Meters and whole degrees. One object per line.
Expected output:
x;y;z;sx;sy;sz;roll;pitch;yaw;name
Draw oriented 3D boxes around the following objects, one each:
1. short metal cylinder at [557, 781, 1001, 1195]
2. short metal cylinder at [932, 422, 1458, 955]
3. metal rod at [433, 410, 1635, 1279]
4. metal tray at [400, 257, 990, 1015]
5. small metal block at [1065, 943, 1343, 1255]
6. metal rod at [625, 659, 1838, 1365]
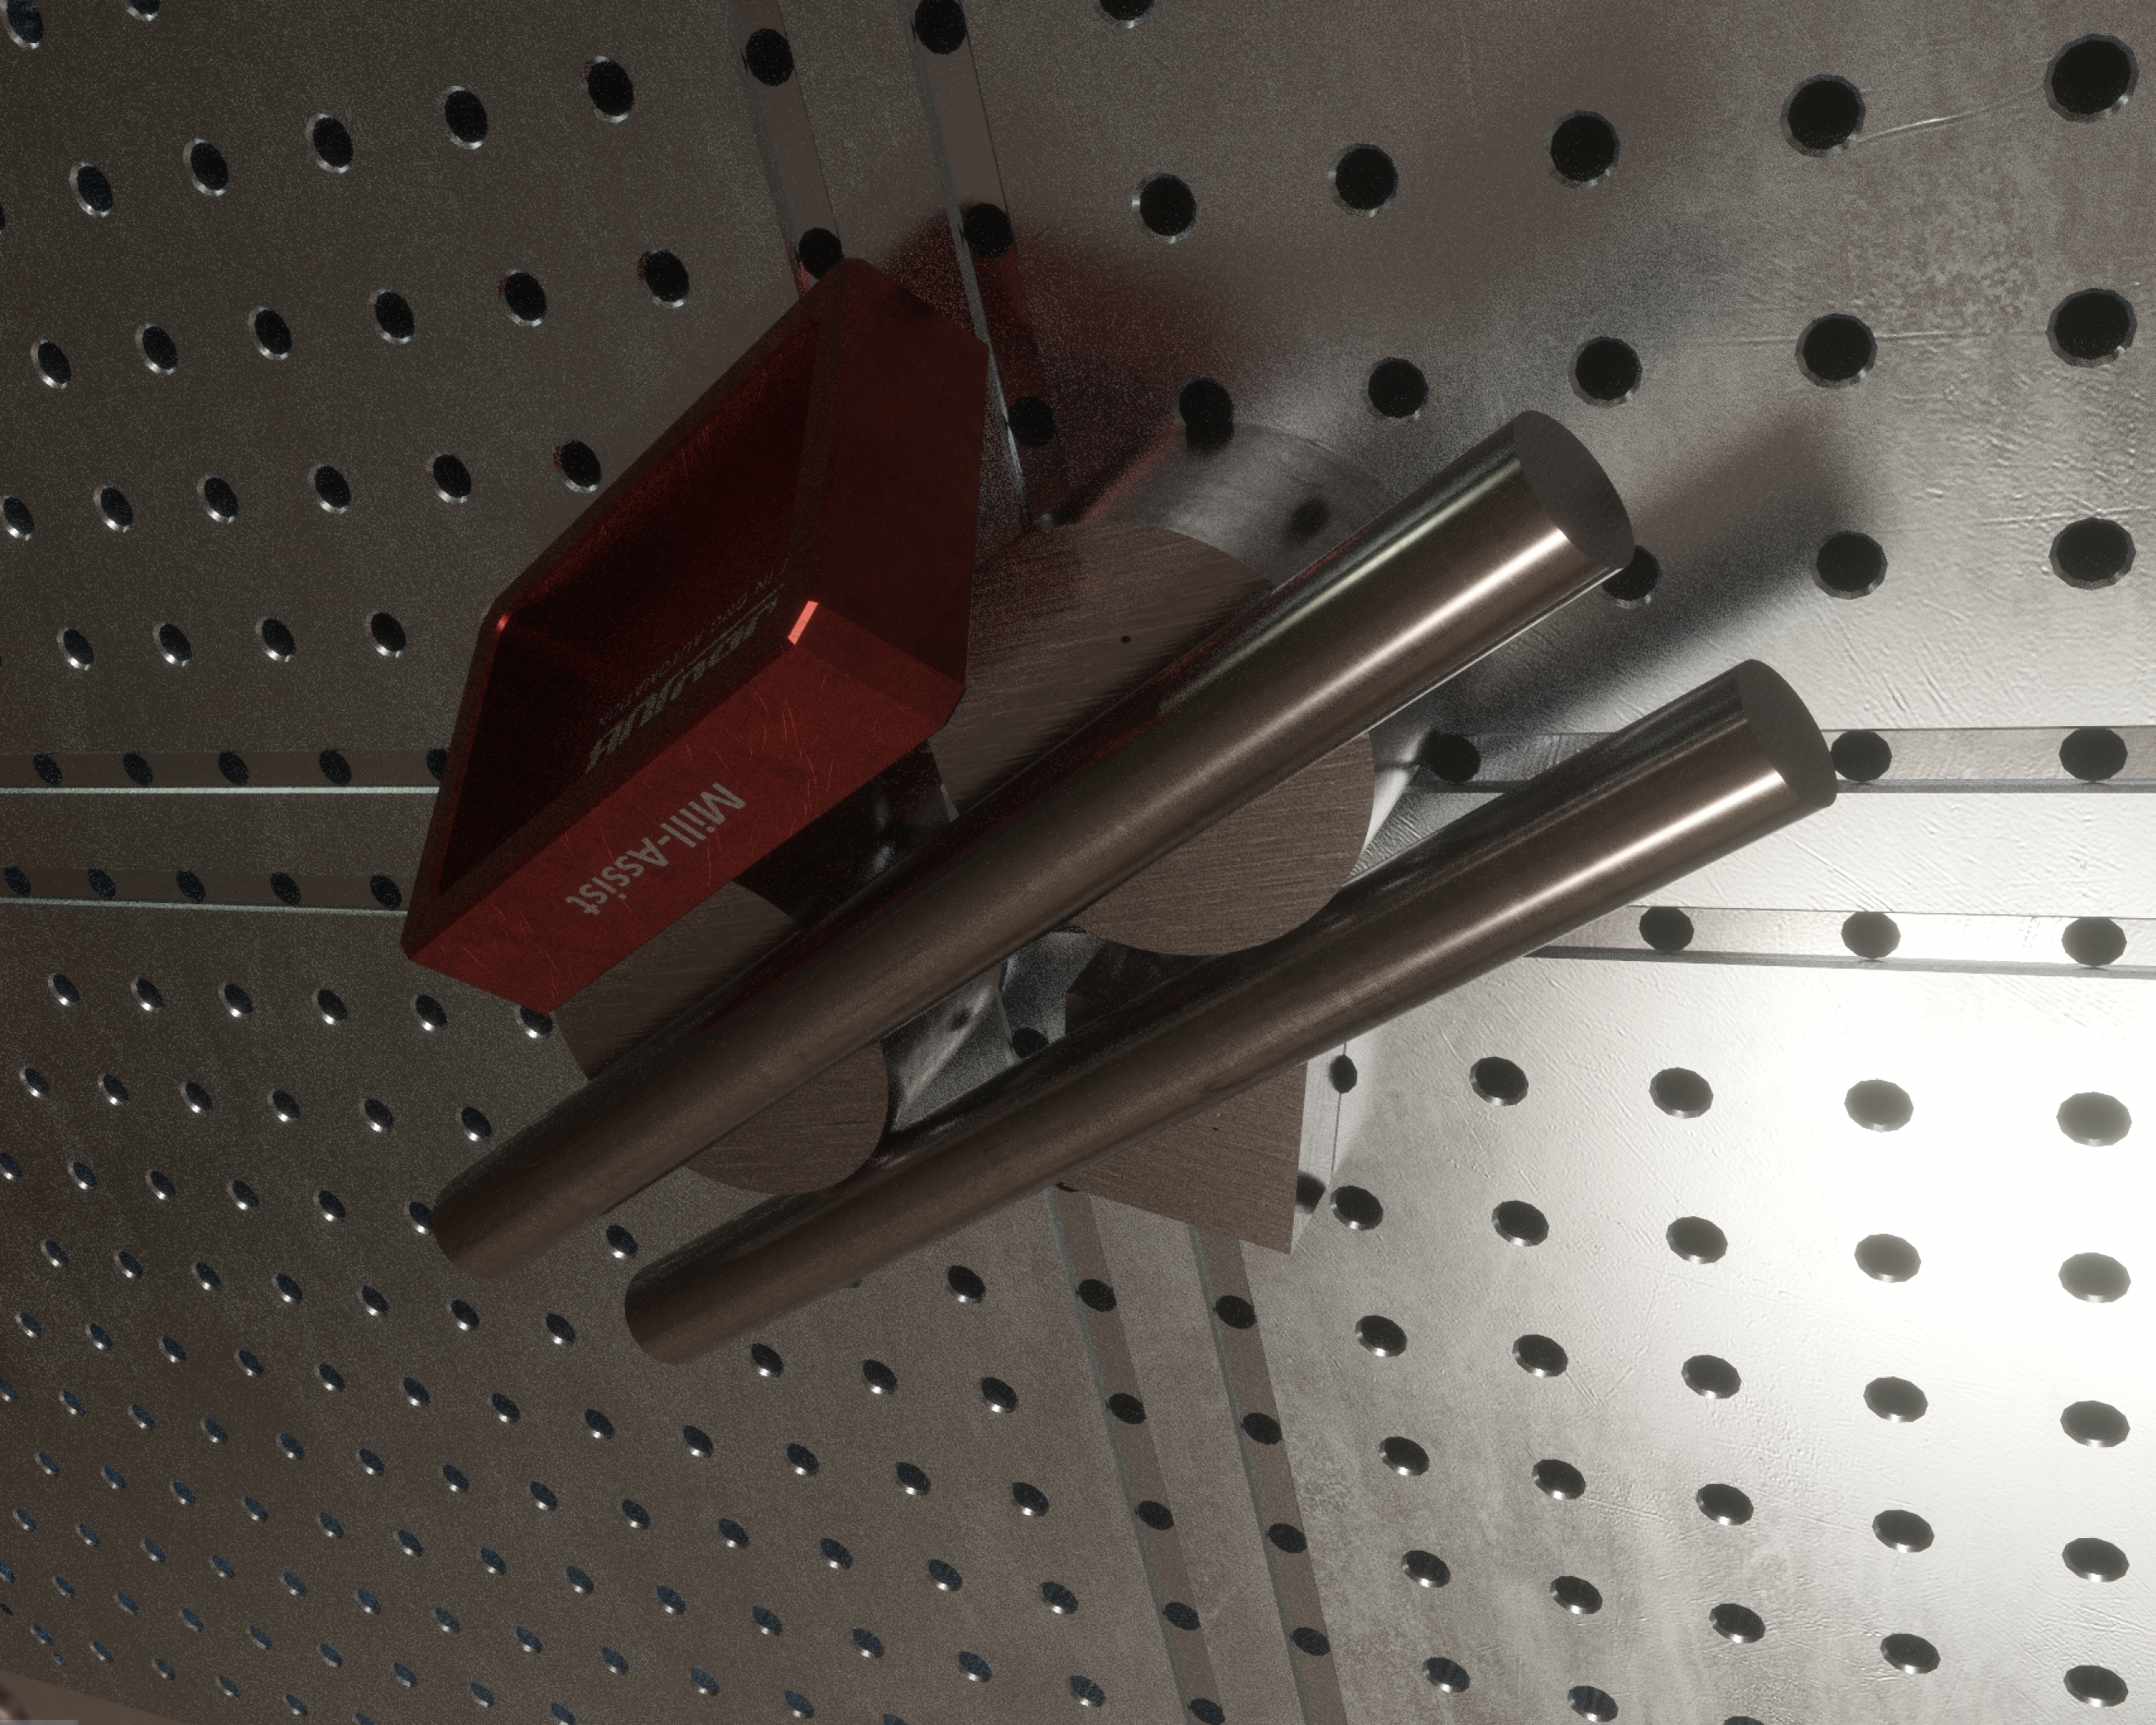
-0.063;0.023;0.441;0.080;0.050;0.079;13;124;20;short metal cylinder
0.021;-0.031;0.365;0.080;0.050;0.079;13;124;20;short metal cylinder
-0.032;0.015;0.370;0.299;0.025;0.025;-33;100;38;metal rod
-0.071;-0.038;0.379;0.030;0.090;0.130;29;136;-32;metal tray
0.025;0.046;0.424;0.050;0.025;0.050;14;124;20;small metal block
0.005;0.043;0.400;0.299;0.025;0.025;-32;101;38;metal rod
